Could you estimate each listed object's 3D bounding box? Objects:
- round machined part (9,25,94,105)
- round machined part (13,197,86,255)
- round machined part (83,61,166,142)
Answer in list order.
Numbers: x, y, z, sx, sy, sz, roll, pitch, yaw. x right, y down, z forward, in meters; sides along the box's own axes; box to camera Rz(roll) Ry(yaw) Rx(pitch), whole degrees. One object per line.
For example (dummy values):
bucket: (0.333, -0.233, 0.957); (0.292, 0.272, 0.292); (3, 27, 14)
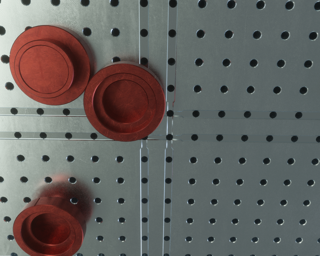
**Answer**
round machined part: (-0.134, -0.074, 0.376); (0.099, 0.042, 0.097); (0, 110, 0)
round machined part: (-0.157, 0.142, 0.455); (0.099, 0.042, 0.097); (0, 110, 0)
round machined part: (-0.042, -0.035, 0.391); (0.099, 0.042, 0.097); (0, 110, 0)
